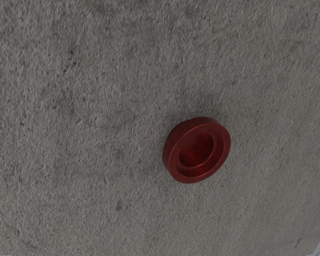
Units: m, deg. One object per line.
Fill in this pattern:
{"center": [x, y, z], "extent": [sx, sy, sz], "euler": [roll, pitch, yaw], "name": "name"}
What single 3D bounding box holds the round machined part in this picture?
{"center": [0.047, 0.027, 0.437], "extent": [0.099, 0.042, 0.097], "euler": [-14, 124, -21], "name": "round machined part"}
